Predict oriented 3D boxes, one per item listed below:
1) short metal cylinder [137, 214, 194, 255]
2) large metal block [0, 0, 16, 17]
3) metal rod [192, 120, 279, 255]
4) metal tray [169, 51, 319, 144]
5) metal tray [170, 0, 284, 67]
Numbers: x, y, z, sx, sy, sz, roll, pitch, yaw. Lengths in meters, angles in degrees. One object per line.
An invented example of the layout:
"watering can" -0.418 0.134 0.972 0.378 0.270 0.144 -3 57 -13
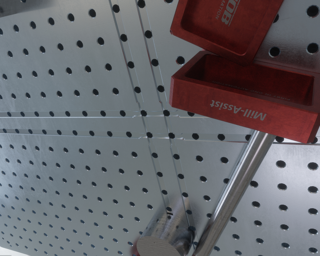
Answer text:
"short metal cylinder" 0.009 0.188 0.507 0.080 0.050 0.079 13 124 21
"large metal block" -0.248 -0.178 0.396 0.080 0.080 0.050 27 128 11
"metal rod" 0.091 0.115 0.434 0.025 0.025 0.298 24 127 13
"metal tray" 0.085 -0.037 0.301 0.130 0.090 0.030 17 125 18
"metal tray" 0.072 -0.134 0.287 0.090 0.030 0.129 27 128 10
